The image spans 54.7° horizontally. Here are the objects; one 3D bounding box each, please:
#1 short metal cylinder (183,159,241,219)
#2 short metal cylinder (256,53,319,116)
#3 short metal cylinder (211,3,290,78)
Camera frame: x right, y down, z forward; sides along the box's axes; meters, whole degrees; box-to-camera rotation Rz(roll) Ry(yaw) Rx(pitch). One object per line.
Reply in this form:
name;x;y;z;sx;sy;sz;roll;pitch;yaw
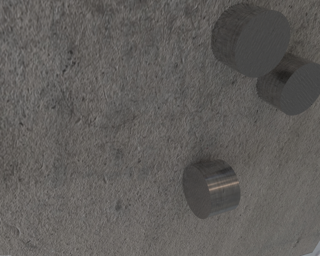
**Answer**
short metal cylinder;0.076;0.091;0.469;0.050;0.080;0.079;-9;123;-24
short metal cylinder;0.190;-0.065;0.454;0.081;0.050;0.079;-14;124;-21
short metal cylinder;0.111;-0.109;0.384;0.081;0.050;0.079;-14;124;-21
